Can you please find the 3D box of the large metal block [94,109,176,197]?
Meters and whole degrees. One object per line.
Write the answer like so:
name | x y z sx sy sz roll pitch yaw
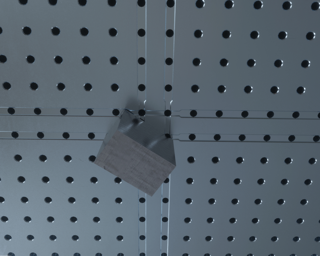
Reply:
large metal block | -0.029 0.028 0.394 0.080 0.080 0.050 33 107 -12
